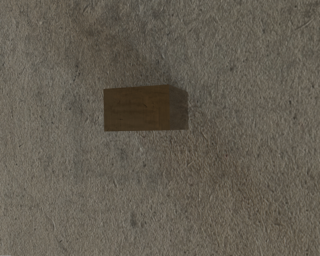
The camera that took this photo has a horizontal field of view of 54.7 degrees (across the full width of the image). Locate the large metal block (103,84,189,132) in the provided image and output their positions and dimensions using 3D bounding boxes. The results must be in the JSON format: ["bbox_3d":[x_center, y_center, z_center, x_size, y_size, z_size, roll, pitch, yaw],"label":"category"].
[{"bbox_3d":[-0.014,-0.022,0.385,0.080,0.080,0.050,-1,90,19],"label":"large metal block"}]
